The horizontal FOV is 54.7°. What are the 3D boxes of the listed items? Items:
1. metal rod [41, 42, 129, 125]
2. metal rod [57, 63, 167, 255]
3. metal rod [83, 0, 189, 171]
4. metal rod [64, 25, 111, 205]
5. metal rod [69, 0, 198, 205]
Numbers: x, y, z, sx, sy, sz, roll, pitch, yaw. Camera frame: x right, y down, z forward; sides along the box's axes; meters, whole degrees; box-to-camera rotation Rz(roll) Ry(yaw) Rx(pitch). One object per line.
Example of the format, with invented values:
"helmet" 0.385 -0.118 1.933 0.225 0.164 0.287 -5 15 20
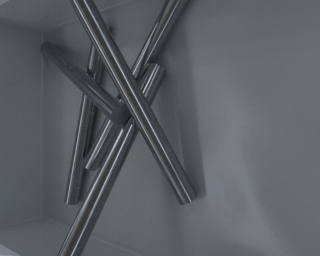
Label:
"metal rod" -0.130 -0.083 0.477 0.300 0.025 0.025 39 115 45
"metal rod" -0.063 0.054 0.379 0.025 0.025 0.299 14 74 39
"metal rod" -0.041 -0.056 0.440 0.025 0.025 0.298 46 117 30
"metal rod" -0.120 -0.017 0.505 0.025 0.025 0.298 21 103 38
"metal rod" -0.036 -0.044 0.370 0.025 0.025 0.299 -25 95 37
